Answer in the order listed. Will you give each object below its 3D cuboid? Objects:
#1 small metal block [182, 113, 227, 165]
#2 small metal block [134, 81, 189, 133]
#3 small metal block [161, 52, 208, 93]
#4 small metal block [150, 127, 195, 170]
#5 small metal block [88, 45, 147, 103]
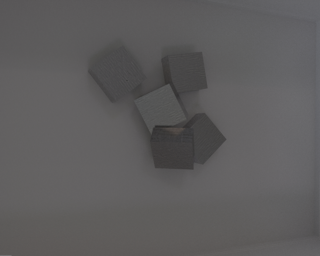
[{"bbox_3d":[0.055,0.015,0.431,0.050,0.025,0.050,-45,104,-15],"label":"small metal block"},{"bbox_3d":[0.002,-0.026,0.399,0.050,0.025,0.050,-24,100,15],"label":"small metal block"},{"bbox_3d":[0.033,-0.074,0.422,0.050,0.025,0.050,-11,94,-20],"label":"small metal block"},{"bbox_3d":[0.017,0.026,0.393,0.050,0.025,0.050,1,133,10],"label":"small metal block"},{"bbox_3d":[-0.054,-0.067,0.391,0.050,0.025,0.050,-40,103,-16],"label":"small metal block"}]
